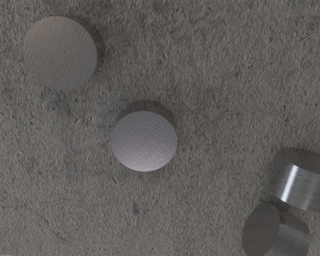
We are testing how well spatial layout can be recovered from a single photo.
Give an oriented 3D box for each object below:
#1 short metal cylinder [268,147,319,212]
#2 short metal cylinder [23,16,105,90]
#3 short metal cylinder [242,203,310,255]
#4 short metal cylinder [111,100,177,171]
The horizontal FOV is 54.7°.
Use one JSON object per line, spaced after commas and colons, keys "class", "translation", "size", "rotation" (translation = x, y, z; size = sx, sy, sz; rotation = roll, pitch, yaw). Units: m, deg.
{"class": "short metal cylinder", "translation": [0.190, 0.065, 0.406], "size": [0.081, 0.080, 0.050], "rotation": [9, 110, -4]}
{"class": "short metal cylinder", "translation": [-0.109, -0.089, 0.363], "size": [0.081, 0.050, 0.079], "rotation": [0, 110, 0]}
{"class": "short metal cylinder", "translation": [0.162, 0.154, 0.439], "size": [0.050, 0.080, 0.080], "rotation": [28, 108, -10]}
{"class": "short metal cylinder", "translation": [-0.019, 0.009, 0.399], "size": [0.081, 0.050, 0.079], "rotation": [0, 110, 0]}
